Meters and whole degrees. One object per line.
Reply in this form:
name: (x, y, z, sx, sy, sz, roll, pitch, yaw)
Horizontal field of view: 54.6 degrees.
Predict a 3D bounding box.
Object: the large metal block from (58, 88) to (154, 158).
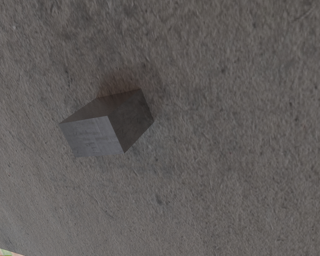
large metal block: (-0.067, -0.007, 0.403, 0.080, 0.080, 0.050, -7, 115, 31)
